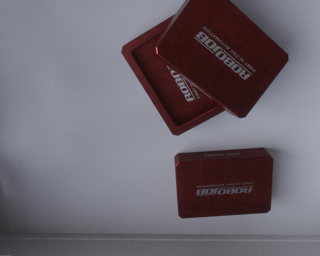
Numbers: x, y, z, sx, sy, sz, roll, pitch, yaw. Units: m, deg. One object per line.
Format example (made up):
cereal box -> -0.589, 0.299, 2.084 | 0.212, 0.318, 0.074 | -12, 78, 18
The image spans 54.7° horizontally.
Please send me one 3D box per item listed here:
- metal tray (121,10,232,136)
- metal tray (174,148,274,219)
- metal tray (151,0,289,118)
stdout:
metal tray -> 0.025, -0.066, 0.384 | 0.090, 0.030, 0.130 | -29, 108, 10
metal tray -> 0.088, 0.078, 0.438 | 0.131, 0.030, 0.089 | -4, 110, 1
metal tray -> 0.068, -0.083, 0.347 | 0.130, 0.030, 0.090 | 35, 94, -17
